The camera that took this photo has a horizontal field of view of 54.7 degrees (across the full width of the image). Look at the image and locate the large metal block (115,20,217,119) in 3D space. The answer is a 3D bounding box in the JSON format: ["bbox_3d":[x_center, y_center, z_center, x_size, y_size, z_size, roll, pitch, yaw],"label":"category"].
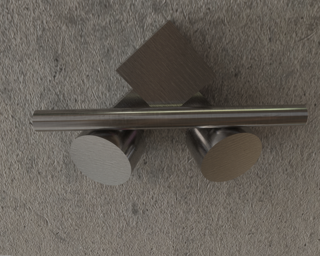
[{"bbox_3d":[0.007,-0.070,0.370,0.080,0.050,0.080,-40,106,13],"label":"large metal block"}]

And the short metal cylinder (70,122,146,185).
[{"bbox_3d":[-0.064,0.026,0.391,0.080,0.050,0.079,11,129,14],"label":"short metal cylinder"}]

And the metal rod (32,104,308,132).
[{"bbox_3d":[0.011,-0.011,0.352,0.302,0.025,0.025,-1,110,0],"label":"metal rod"}]

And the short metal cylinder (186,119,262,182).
[{"bbox_3d":[0.079,0.022,0.392,0.081,0.050,0.079,-12,130,-14],"label":"short metal cylinder"}]

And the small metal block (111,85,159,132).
[{"bbox_3d":[-0.030,-0.023,0.402,0.050,0.025,0.050,-42,105,12],"label":"small metal block"}]

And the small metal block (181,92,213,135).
[{"bbox_3d":[0.042,-0.021,0.403,0.050,0.025,0.050,-41,105,13],"label":"small metal block"}]
